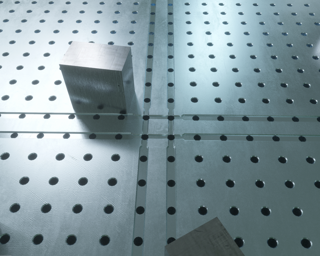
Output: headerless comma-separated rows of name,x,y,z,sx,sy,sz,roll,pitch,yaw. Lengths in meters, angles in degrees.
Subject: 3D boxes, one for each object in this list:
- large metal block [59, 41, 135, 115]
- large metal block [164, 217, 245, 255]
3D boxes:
large metal block,-0.082,-0.068,0.429,0.080,0.080,0.050,7,51,6
large metal block,0.045,0.135,0.259,0.050,0.080,0.080,-23,54,-18
